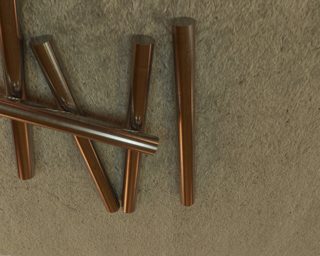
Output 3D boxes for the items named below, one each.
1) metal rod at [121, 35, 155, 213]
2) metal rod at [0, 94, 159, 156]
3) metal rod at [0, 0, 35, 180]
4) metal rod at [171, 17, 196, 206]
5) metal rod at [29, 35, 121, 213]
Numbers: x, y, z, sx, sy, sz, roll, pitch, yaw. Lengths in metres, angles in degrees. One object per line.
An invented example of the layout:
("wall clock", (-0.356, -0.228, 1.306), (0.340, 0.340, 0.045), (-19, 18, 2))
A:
("metal rod", (-0.035, 0.020, 0.423), (0.025, 0.025, 0.298), (5, 130, -4))
("metal rod", (-0.147, -0.017, 0.356), (0.302, 0.025, 0.025), (16, 128, -13))
("metal rod", (-0.170, -0.043, 0.368), (0.025, 0.025, 0.298), (9, 130, -8))
("metal rod", (0.034, 0.005, 0.411), (0.025, 0.025, 0.298), (-3, 130, 2))
("metal rod", (-0.102, 0.019, 0.422), (0.025, 0.025, 0.298), (-7, 130, 6))
